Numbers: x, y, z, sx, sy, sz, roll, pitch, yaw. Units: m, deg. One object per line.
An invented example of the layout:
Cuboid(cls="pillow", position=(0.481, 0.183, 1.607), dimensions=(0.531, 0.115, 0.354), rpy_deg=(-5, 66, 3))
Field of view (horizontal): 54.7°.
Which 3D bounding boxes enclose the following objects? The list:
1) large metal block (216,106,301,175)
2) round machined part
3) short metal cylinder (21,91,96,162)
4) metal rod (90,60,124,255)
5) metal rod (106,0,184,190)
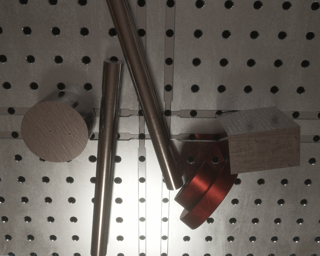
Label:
Cuboid(cls="large metal block", position=(0.119, 0.012, 0.390), dimensions=(0.080, 0.080, 0.050), rpy_deg=(-8, 110, 2))
Cuboid(cls="round machined part", position=(0.056, 0.081, 0.408), dimensions=(0.042, 0.098, 0.098), rpy_deg=(38, 106, 7))
Cuboid(cls="short metal cylinder", position=(-0.127, -0.003, 0.397), dimensions=(0.081, 0.050, 0.079), rpy_deg=(0, 110, -1))
Cuboid(cls="metal rod", position=(-0.076, 0.057, 0.433), dimensions=(0.025, 0.025, 0.298), rpy_deg=(7, 110, -3))
Cuboid(cls="metal rod", position=(-0.020, -0.052, 0.393), dimensions=(0.025, 0.025, 0.298), rpy_deg=(-15, 110, 5))
